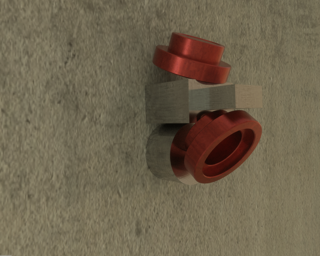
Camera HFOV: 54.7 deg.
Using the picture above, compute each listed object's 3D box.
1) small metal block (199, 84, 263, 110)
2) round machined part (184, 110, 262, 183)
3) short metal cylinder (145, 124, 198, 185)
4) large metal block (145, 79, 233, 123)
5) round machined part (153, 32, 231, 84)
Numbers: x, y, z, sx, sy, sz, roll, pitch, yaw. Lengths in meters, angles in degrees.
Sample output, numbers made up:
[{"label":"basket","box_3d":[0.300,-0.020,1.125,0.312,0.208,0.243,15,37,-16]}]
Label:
[{"label":"small metal block","box_3d":[0.081,-0.034,0.355,0.050,0.050,0.025,-4,92,-40]},{"label":"round machined part","box_3d":[0.069,0.017,0.369,0.099,0.042,0.097,-24,141,-21]},{"label":"short metal cylinder","box_3d":[0.027,0.033,0.416,0.081,0.050,0.079,0,90,-40]},{"label":"large metal block","box_3d":[0.037,-0.032,0.403,0.081,0.080,0.050,-3,92,-40]},{"label":"round machined part","box_3d":[0.043,-0.092,0.391,0.099,0.098,0.042,-3,117,-40]}]
